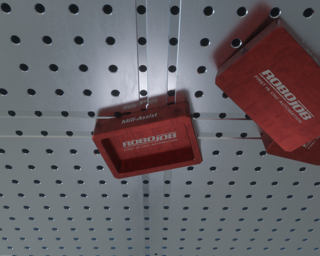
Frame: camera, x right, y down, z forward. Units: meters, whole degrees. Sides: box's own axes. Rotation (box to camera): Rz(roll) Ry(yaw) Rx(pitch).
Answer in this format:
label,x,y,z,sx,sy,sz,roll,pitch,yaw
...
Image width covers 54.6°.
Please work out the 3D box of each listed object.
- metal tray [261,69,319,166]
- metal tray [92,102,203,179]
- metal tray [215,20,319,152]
label,x,y,z,sx,sy,sz,roll,pitch,yaw
metal tray,0.204,-0.012,0.400,0.091,0.030,0.129,13,129,-12
metal tray,-0.014,0.020,0.425,0.130,0.030,0.090,-12,129,10
metal tray,0.138,-0.042,0.346,0.130,0.030,0.090,41,126,-12
